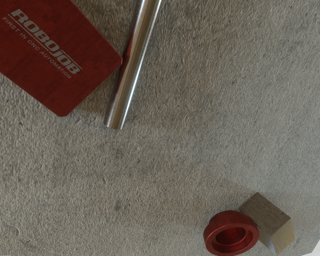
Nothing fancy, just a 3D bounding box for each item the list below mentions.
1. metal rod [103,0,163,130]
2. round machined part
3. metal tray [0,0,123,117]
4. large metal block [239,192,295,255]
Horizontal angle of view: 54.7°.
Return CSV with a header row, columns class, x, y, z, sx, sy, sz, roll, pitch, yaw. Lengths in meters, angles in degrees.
class,x,y,z,sx,sy,sz,roll,pitch,yaw
metal rod,-0.009,-0.134,0.318,0.025,0.025,0.298,6,116,-31
round machined part,0.128,0.190,0.571,0.099,0.042,0.097,-4,125,-5
metal tray,-0.110,-0.082,0.293,0.090,0.030,0.130,-43,130,1
large metal block,0.205,0.183,0.594,0.050,0.080,0.080,-37,130,-12
